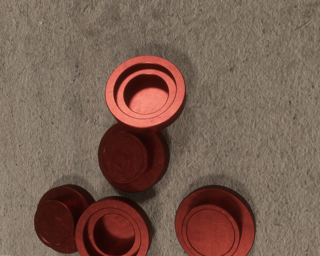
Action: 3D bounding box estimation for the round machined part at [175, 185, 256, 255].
[{"bbox_3d":[0.065,0.122,0.377,0.098,0.042,0.097,0,90,19],"label":"round machined part"}]

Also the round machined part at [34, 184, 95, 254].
[{"bbox_3d":[-0.141,0.134,0.448,0.098,0.042,0.097,0,90,19],"label":"round machined part"}]

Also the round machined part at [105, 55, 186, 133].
[{"bbox_3d":[-0.016,-0.039,0.393,0.099,0.042,0.098,-2,70,5],"label":"round machined part"}]

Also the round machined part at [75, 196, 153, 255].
[{"bbox_3d":[-0.058,0.139,0.413,0.098,0.042,0.097,0,90,9],"label":"round machined part"}]

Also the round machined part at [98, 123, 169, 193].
[{"bbox_3d":[-0.041,0.038,0.413,0.098,0.042,0.097,0,90,19],"label":"round machined part"}]
